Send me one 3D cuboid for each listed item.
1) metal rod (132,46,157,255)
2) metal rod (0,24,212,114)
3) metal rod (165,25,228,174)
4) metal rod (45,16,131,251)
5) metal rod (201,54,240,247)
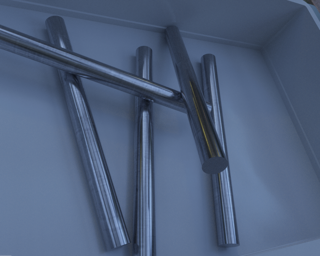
[{"bbox_3d":[-0.020,0.015,0.387,0.025,0.025,0.299,12,57,-22],"label":"metal rod"},{"bbox_3d":[-0.073,-0.067,0.374,0.302,0.025,0.025,18,55,-18],"label":"metal rod"},{"bbox_3d":[0.036,-0.062,0.405,0.025,0.025,0.300,15,37,-20],"label":"metal rod"},{"bbox_3d":[-0.091,-0.011,0.363,0.025,0.025,0.299,-7,66,-32],"label":"metal rod"},{"bbox_3d":[0.081,0.011,0.444,0.025,0.025,0.299,14,56,-21],"label":"metal rod"}]
